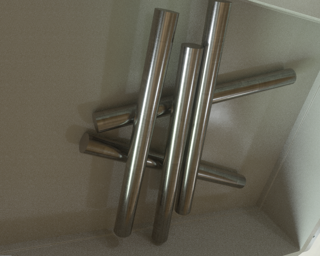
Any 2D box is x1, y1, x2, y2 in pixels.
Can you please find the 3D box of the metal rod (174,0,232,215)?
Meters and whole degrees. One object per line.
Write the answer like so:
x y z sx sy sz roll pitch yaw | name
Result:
0.049 -0.005 0.400 0.025 0.025 0.298 -8 122 -25 | metal rod

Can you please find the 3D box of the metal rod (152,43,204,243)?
0.018 0.039 0.410 0.025 0.025 0.298 -7 122 -25 | metal rod

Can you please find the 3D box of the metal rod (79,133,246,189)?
0.025 0.056 0.459 0.302 0.025 0.025 18 109 -36 | metal rod

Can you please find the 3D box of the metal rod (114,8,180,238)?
-0.023 0.014 0.372 0.025 0.025 0.298 -2 119 -28 | metal rod

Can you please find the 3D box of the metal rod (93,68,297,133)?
0.061 -0.042 0.417 0.302 0.025 0.025 -15 125 -21 | metal rod
